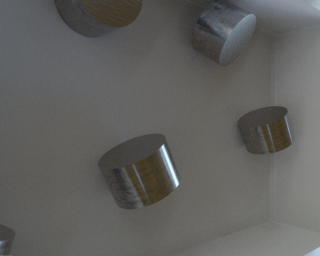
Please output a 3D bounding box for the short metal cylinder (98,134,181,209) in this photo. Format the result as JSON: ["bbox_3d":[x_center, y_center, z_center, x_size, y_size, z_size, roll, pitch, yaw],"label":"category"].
[{"bbox_3d":[-0.023,0.047,0.352,0.081,0.080,0.050,-33,111,-35],"label":"short metal cylinder"}]

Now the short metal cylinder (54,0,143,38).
[{"bbox_3d":[-0.066,-0.143,0.334,0.081,0.050,0.080,0,90,-40],"label":"short metal cylinder"}]

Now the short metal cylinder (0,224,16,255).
[{"bbox_3d":[-0.160,0.102,0.237,0.080,0.080,0.050,19,78,-39],"label":"short metal cylinder"}]

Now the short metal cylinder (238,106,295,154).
[{"bbox_3d":[0.178,0.003,0.520,0.081,0.080,0.050,-34,111,-35],"label":"short metal cylinder"}]

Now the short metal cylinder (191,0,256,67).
[{"bbox_3d":[0.090,-0.134,0.439,0.080,0.050,0.080,-41,155,-23],"label":"short metal cylinder"}]
